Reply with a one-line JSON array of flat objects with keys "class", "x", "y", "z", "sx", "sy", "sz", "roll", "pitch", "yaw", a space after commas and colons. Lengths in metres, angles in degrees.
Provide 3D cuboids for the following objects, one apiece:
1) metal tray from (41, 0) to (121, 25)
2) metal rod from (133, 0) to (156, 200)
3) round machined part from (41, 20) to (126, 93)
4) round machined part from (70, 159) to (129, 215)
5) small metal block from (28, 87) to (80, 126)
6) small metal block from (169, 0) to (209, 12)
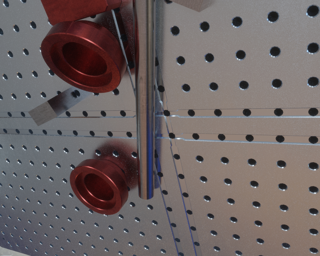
[{"class": "metal tray", "x": -0.107, "y": -0.189, "z": 0.347, "sx": 0.090, "sy": 0.030, "sz": 0.129, "roll": -4, "pitch": 117, "yaw": 30}, {"class": "metal rod", "x": -0.019, "y": -0.023, "z": 0.407, "sx": 0.025, "sy": 0.025, "sz": 0.298, "roll": 14, "pitch": 125, "yaw": 20}, {"class": "round machined part", "x": -0.087, "y": -0.090, "z": 0.375, "sx": 0.098, "sy": 0.042, "sz": 0.098, "roll": 13, "pitch": 149, "yaw": 8}, {"class": "round machined part", "x": -0.094, "y": 0.090, "z": 0.506, "sx": 0.098, "sy": 0.042, "sz": 0.097, "roll": 13, "pitch": 124, "yaw": 21}, {"class": "small metal block", "x": -0.156, "y": -0.031, "z": 0.458, "sx": 0.050, "sy": 0.050, "sz": 0.025, "roll": -19, "pitch": 108, "yaw": 35}, {"class": "small metal block", "x": 0.028, "y": -0.149, "z": 0.304, "sx": 0.050, "sy": 0.025, "sz": 0.050, "roll": 26, "pitch": 128, "yaw": 11}]
